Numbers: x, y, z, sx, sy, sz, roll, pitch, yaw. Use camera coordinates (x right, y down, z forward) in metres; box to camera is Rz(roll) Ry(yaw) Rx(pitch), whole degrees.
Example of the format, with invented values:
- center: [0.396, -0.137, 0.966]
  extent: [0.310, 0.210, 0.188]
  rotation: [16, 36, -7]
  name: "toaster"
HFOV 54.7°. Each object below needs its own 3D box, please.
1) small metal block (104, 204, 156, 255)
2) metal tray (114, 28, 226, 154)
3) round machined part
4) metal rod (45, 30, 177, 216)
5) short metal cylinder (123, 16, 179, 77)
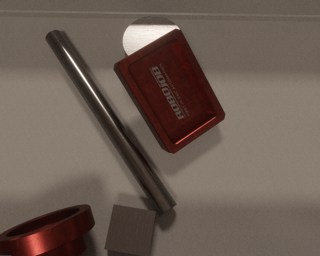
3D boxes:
- center: [-0.034, 0.121, 0.365]
  extent: [0.050, 0.025, 0.050]
  rotation: [9, 70, 3]
  name: "small metal block"
- center: [0.014, -0.045, 0.390]
  extent: [0.090, 0.030, 0.130]
  rotation: [-34, 105, -12]
  name: "metal tray"
- center: [-0.117, 0.119, 0.329]
  extent: [0.099, 0.098, 0.042]
  rotation: [-16, 89, -6]
  name: "round machined part"
- center: [-0.073, -0.018, 0.415]
  extent: [0.025, 0.025, 0.299]
  rotation: [-32, 73, -11]
  name: "metal rod"
- center: [-0.009, -0.109, 0.436]
  extent: [0.081, 0.050, 0.080]
  rotation: [0, 70, 0]
  name: "short metal cylinder"
